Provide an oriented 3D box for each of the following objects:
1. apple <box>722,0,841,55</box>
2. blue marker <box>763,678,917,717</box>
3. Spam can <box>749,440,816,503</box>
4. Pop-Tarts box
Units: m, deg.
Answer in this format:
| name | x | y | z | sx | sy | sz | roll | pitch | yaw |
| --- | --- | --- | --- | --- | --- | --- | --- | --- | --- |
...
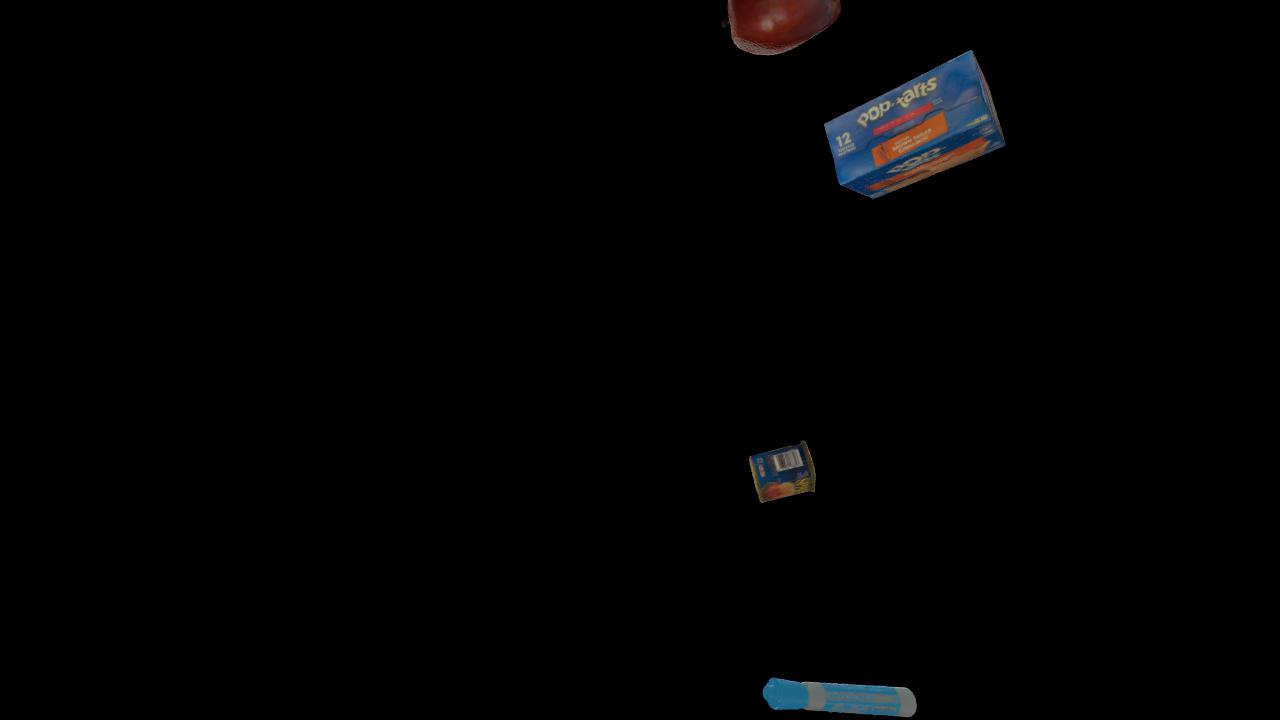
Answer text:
| name | x | y | z | sx | sy | sz | roll | pitch | yaw |
| --- | --- | --- | --- | --- | --- | --- | --- | --- | --- |
| apple | 0.111 | -0.284 | 0.490 | 0.093 | 0.079 | 0.079 | -5 | -2 | 19 |
| blue marker | 0.138 | 0.233 | 0.424 | 0.121 | 0.020 | 0.020 | 14 | -5 | -20 |
| Spam can | 0.211 | 0.169 | 0.915 | 0.085 | 0.058 | 0.101 | -15 | -32 | 6 |
| Pop-Tarts box | 0.333 | -0.272 | 0.743 | 0.167 | 0.083 | 0.141 | -19 | -6 | 36 |
